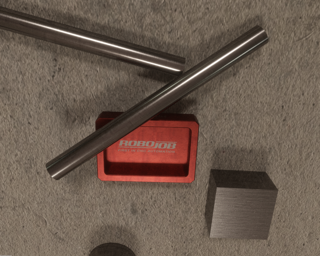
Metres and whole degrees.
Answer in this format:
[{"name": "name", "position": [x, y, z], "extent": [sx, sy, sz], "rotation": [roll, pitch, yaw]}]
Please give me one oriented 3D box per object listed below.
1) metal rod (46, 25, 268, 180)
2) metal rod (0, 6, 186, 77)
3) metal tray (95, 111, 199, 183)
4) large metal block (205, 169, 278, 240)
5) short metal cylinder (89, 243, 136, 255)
[{"name": "metal rod", "position": [-0.004, -0.030, 0.373], "extent": [0.301, 0.025, 0.025], "rotation": [-33, 107, 1]}, {"name": "metal rod", "position": [-0.118, -0.111, 0.367], "extent": [0.302, 0.025, 0.025], "rotation": [14, 109, -6]}, {"name": "metal tray", "position": [-0.017, 0.026, 0.416], "extent": [0.131, 0.030, 0.089], "rotation": [2, 110, -1]}, {"name": "large metal block", "position": [0.111, 0.107, 0.438], "extent": [0.081, 0.050, 0.079], "rotation": [3, 110, -2]}, {"name": "short metal cylinder", "position": [-0.077, 0.227, 0.479], "extent": [0.081, 0.050, 0.079], "rotation": [0, 110, -1]}]
